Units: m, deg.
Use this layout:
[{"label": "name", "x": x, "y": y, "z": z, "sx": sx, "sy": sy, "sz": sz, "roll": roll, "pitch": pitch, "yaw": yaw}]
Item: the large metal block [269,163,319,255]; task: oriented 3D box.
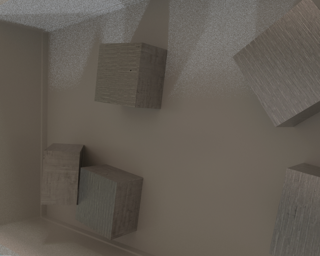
[{"label": "large metal block", "x": 0.150, "y": 0.081, "z": 0.267, "sx": 0.080, "sy": 0.050, "sz": 0.079, "roll": 15, "pitch": 99, "yaw": 39}]

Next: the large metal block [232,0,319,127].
[{"label": "large metal block", "x": 0.129, "y": -0.055, "z": 0.284, "sx": 0.080, "sy": 0.050, "sz": 0.080, "roll": -38, "pitch": 67, "yaw": 33}]

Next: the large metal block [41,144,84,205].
[{"label": "large metal block", "x": -0.152, "y": 0.070, "z": 0.490, "sx": 0.080, "sy": 0.050, "sz": 0.079, "roll": -154, "pitch": 68, "yaw": -79}]

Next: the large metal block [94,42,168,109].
[{"label": "large metal block", "x": -0.041, "y": -0.071, "z": 0.424, "sx": 0.080, "sy": 0.050, "sz": 0.079, "roll": 11, "pitch": 97, "yaw": 39}]

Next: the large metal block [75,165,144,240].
[{"label": "large metal block", "x": -0.075, "y": 0.104, "z": 0.453, "sx": 0.080, "sy": 0.050, "sz": 0.079, "roll": 12, "pitch": 98, "yaw": 39}]
